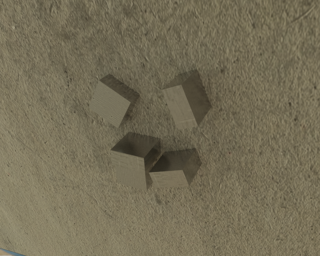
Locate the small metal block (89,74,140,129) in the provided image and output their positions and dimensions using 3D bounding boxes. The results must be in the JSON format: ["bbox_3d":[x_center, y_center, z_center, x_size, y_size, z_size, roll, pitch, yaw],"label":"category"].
[{"bbox_3d":[-0.062,-0.036,0.417,0.050,0.025,0.050,35,129,5],"label":"small metal block"}]

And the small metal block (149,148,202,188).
[{"bbox_3d":[0.021,0.053,0.412,0.050,0.050,0.025,-9,114,32],"label":"small metal block"}]

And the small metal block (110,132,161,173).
[{"bbox_3d":[-0.032,0.032,0.428,0.050,0.050,0.025,11,123,22],"label":"small metal block"}]

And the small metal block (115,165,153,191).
[{"bbox_3d":[-0.038,0.062,0.465,0.050,0.025,0.050,10,123,22],"label":"small metal block"}]

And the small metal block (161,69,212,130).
[{"bbox_3d":[0.032,-0.033,0.353,0.025,0.050,0.050,-11,113,33],"label":"small metal block"}]
